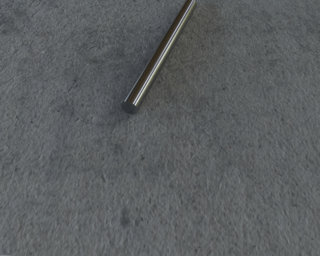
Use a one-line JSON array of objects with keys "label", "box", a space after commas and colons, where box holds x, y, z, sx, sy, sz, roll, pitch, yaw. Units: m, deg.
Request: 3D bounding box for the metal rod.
[{"label": "metal rod", "box": [0.009, -0.135, 0.516, 0.025, 0.025, 0.301, 16, 52, 12]}]
